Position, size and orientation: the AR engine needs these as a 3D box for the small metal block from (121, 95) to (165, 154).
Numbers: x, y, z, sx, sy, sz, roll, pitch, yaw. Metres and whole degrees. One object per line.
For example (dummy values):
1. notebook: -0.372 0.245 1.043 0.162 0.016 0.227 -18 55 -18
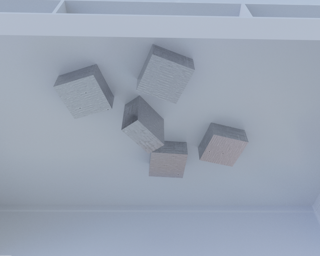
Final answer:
1. small metal block: -0.020 -0.005 0.389 0.025 0.050 0.050 -31 124 23

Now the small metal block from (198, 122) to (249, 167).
1. small metal block: 0.087 0.024 0.431 0.050 0.025 0.050 12 129 -11

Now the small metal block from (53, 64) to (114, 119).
1. small metal block: -0.090 -0.043 0.371 0.050 0.025 0.050 -15 129 11

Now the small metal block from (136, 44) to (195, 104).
1. small metal block: 0.006 -0.061 0.357 0.050 0.025 0.050 17 128 -15

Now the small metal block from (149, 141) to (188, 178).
1. small metal block: 0.011 0.045 0.448 0.050 0.025 0.050 4 130 -4
